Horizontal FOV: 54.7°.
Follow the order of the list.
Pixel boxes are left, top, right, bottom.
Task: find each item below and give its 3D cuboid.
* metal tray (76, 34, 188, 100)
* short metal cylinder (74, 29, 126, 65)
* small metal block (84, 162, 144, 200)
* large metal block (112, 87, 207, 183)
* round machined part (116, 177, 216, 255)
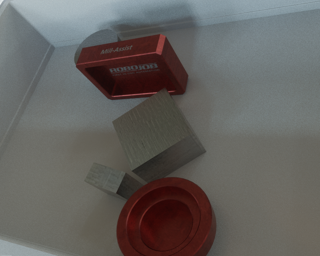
[{"bbox_3d":[-0.037,-0.079,0.430,0.130,0.090,0.030,-2,61,27],"label":"metal tray"},{"bbox_3d":[-0.091,-0.113,0.505,0.080,0.050,0.080,-13,56,21],"label":"short metal cylinder"},{"bbox_3d":[-0.053,0.068,0.375,0.050,0.050,0.025,12,68,32],"label":"small metal block"},{"bbox_3d":[-0.002,0.010,0.383,0.080,0.050,0.080,-33,52,6],"label":"large metal block"},{"bbox_3d":[0.009,0.103,0.317,0.098,0.042,0.098,-14,43,13],"label":"round machined part"}]
